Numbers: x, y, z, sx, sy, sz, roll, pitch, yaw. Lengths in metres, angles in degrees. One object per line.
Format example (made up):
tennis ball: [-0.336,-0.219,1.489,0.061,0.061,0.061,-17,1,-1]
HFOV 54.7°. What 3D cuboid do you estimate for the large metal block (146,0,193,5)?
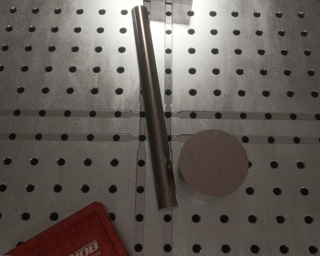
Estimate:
large metal block: [0.017,-0.248,0.489,0.080,0.050,0.080,7,70,2]

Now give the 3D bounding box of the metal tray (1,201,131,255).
metal tray: [-0.104,0.155,0.350,0.131,0.030,0.090,-29,73,-11]

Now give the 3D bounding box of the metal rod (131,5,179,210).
metal rod: [-0.011,-0.041,0.426,0.025,0.025,0.299,-7,70,-3]

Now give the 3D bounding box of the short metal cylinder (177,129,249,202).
short metal cylinder: [0.062,0.047,0.382,0.081,0.050,0.080,0,70,0]
